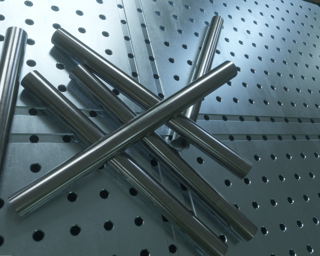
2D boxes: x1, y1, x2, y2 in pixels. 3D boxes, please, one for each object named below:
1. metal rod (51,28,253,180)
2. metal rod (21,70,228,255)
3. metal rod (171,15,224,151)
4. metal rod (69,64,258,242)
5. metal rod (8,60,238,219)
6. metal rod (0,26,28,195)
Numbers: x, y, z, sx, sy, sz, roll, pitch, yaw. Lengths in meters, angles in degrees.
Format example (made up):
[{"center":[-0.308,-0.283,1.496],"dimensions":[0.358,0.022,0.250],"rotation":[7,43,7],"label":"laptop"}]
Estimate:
[{"center":[-0.014,-0.034,0.397],"dimensions":[0.300,0.025,0.025],"rotation":[36,51,5],"label":"metal rod"},{"center":[-0.041,0.043,0.359],"dimensions":[0.300,0.025,0.025],"rotation":[42,51,1],"label":"metal rod"},{"center":[0.068,-0.090,0.498],"dimensions":[0.025,0.025,0.300],"rotation":[28,52,-11],"label":"metal rod"},{"center":[0.003,0.030,0.390],"dimensions":[0.300,0.025,0.025],"rotation":[43,51,1],"label":"metal rod"},{"center":[-0.021,-0.002,0.352],"dimensions":[0.302,0.025,0.025],"rotation":[-34,81,-24],"label":"metal rod"},{"center":[-0.165,0.014,0.310],"dimensions":[0.025,0.025,0.299],"rotation":[9,58,-24],"label":"metal rod"}]
